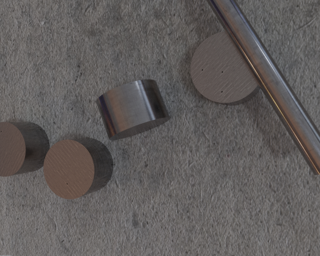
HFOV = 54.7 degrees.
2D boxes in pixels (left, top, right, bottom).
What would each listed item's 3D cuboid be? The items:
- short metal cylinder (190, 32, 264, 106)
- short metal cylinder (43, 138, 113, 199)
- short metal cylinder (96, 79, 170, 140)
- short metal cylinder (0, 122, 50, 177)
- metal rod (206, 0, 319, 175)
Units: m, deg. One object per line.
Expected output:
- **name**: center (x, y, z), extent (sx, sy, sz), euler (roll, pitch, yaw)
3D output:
- **short metal cylinder**: center (0.082, -0.068, 0.367), extent (0.080, 0.050, 0.079), euler (0, 90, 20)
- **short metal cylinder**: center (-0.114, 0.055, 0.436), extent (0.080, 0.050, 0.079), euler (0, 90, 20)
- **short metal cylinder**: center (-0.034, -0.022, 0.392), extent (0.080, 0.080, 0.050), euler (-23, 83, 18)
- **short metal cylinder**: center (-0.218, 0.031, 0.473), extent (0.080, 0.050, 0.079), euler (0, 90, 20)
- **metal rod**: center (0.091, -0.090, 0.323), extent (0.025, 0.025, 0.299), euler (-31, 80, 17)
